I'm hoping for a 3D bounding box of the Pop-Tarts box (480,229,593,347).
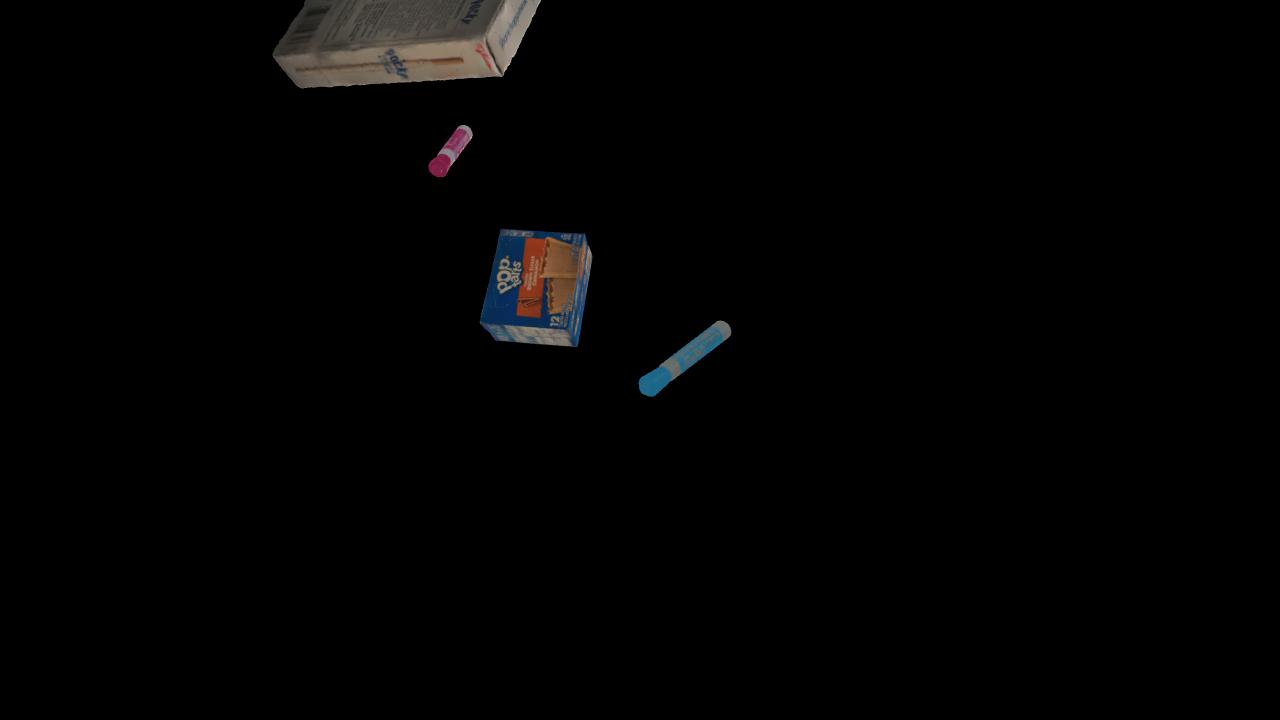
[{"bbox_3d":[-0.161,-0.115,0.980,0.141,0.167,0.083,5,-20,7],"label":"Pop-Tarts box"}]

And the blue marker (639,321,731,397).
[{"bbox_3d":[0.040,-0.002,0.537,0.020,0.020,0.121,0,26,44],"label":"blue marker"}]

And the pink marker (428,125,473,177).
[{"bbox_3d":[-0.204,-0.226,0.665,0.020,0.020,0.121,0,38,1],"label":"pink marker"}]

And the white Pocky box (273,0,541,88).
[{"bbox_3d":[-0.137,-0.204,0.366,0.154,0.084,0.028,7,-25,20],"label":"white Pocky box"}]
